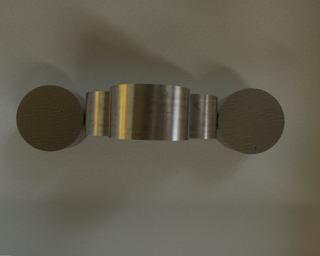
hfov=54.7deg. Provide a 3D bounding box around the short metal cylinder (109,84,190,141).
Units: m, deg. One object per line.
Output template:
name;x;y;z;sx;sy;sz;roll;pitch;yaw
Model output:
short metal cylinder;-0.010;-0.014;0.313;0.081;0.080;0.050;2;90;0

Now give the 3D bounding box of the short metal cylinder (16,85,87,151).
short metal cylinder;-0.132;-0.012;0.396;0.081;0.050;0.080;0;90;0

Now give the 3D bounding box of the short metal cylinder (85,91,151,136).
short metal cylinder;-0.051;-0.016;0.381;0.081;0.080;0.050;2;90;0

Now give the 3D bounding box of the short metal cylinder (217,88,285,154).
short metal cylinder;0.110;-0.008;0.398;0.081;0.050;0.080;0;90;0

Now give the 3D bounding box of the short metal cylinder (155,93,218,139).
short metal cylinder;0.030;-0.013;0.382;0.081;0.080;0.050;2;90;0
